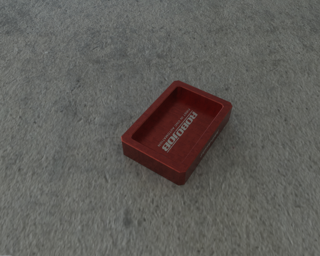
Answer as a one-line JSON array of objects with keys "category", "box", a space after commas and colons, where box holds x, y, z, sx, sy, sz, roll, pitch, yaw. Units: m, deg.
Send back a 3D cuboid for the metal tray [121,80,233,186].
[{"category": "metal tray", "box": [0.024, 0.000, 0.400, 0.090, 0.030, 0.130, 27, 55, 21]}]
